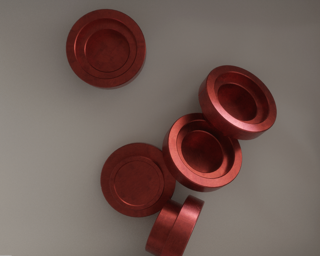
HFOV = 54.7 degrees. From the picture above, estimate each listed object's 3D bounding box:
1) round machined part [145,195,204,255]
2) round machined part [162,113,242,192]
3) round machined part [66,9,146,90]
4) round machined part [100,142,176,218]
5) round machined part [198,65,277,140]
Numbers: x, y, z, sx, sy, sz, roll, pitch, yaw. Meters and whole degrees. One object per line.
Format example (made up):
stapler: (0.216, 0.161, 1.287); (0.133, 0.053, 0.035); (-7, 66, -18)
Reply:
round machined part: (0.016, 0.126, 0.377); (0.042, 0.098, 0.098); (23, 90, 13)
round machined part: (0.049, 0.033, 0.389); (0.099, 0.042, 0.098); (9, 61, -16)
round machined part: (-0.067, -0.098, 0.402); (0.099, 0.042, 0.097); (0, 90, -1)
round machined part: (-0.029, 0.068, 0.403); (0.099, 0.042, 0.097); (0, 90, -1)
round machined part: (0.092, -0.028, 0.389); (0.099, 0.042, 0.098); (11, 57, -18)
